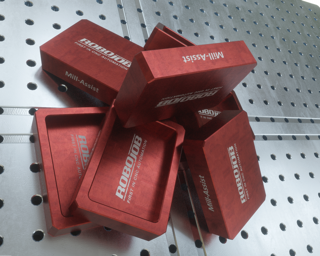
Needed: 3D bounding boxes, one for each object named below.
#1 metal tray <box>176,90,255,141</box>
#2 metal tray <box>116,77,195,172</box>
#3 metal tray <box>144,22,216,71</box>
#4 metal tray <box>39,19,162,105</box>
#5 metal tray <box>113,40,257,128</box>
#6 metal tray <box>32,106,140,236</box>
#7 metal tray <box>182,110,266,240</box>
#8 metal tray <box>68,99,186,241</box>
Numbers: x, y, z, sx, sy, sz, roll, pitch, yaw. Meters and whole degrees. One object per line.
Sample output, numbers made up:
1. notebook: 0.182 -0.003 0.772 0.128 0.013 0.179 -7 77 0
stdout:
1. metal tray: 0.073 -0.020 0.432 0.131 0.030 0.090 6 58 -45
2. metal tray: -0.008 -0.007 0.404 0.091 0.030 0.130 -4 61 -32
3. metal tray: 0.028 -0.112 0.444 0.090 0.030 0.130 29 19 -9
4. metal tray: -0.071 -0.083 0.395 0.130 0.030 0.090 29 51 10
5. metal tray: 0.025 -0.046 0.325 0.131 0.090 0.030 -14 69 -29
6. metal tray: -0.082 0.040 0.337 0.091 0.030 0.130 -4 63 -31
7. metal tray: 0.082 0.054 0.373 0.091 0.030 0.129 -33 113 -37
8. metal tray: -0.028 0.040 0.326 0.090 0.030 0.130 24 53 -13
